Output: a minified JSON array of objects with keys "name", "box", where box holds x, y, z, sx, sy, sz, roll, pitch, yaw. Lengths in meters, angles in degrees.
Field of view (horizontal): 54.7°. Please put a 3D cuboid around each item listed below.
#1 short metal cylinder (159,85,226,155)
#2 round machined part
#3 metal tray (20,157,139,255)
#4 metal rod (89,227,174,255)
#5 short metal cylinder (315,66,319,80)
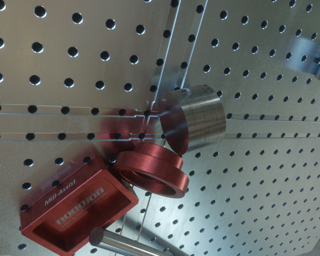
[{"name":"short metal cylinder","box":[0.038,-0.011,0.390,0.050,0.080,0.079,-15,125,-21]},{"name":"round machined part","box":[-0.008,0.053,0.404,0.098,0.098,0.042,43,59,-39]},{"name":"metal tray","box":[-0.105,0.109,0.417,0.130,0.030,0.090,-38,129,-3]},{"name":"metal rod","box":[-0.009,0.216,0.518,0.025,0.025,0.300,-44,136,2]},{"name":"short metal cylinder","box":[0.292,-0.089,0.479,0.081,0.080,0.050,2,118,-29]}]
